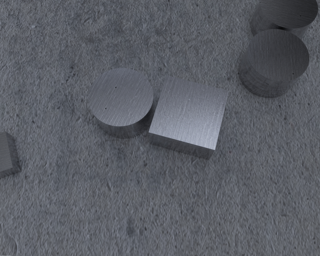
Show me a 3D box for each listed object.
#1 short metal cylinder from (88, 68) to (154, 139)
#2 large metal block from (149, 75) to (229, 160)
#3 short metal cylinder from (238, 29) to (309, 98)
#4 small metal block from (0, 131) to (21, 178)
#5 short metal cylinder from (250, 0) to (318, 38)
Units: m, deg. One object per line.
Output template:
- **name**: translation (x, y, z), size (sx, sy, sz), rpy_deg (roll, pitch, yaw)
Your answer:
- **short metal cylinder**: translation (-0.048, -0.031, 0.406), size (0.081, 0.050, 0.080), rpy_deg (0, 70, 0)
- **large metal block**: translation (0.036, -0.012, 0.400), size (0.080, 0.050, 0.080), rpy_deg (15, 71, 5)
- **short metal cylinder**: translation (0.155, -0.088, 0.428), size (0.081, 0.050, 0.080), rpy_deg (0, 70, 0)
- **small metal block**: translation (-0.211, 0.038, 0.393), size (0.050, 0.025, 0.050), rpy_deg (-19, 71, -7)
- **short metal cylinder**: translation (0.180, -0.164, 0.456), size (0.081, 0.050, 0.080), rpy_deg (0, 70, 0)
